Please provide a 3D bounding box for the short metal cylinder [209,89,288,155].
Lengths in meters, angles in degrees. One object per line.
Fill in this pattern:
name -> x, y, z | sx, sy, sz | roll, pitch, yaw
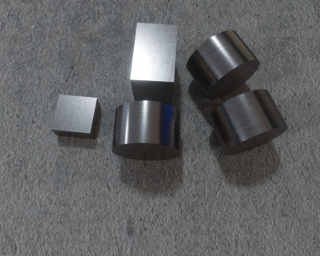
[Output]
short metal cylinder -> 0.107, -0.005, 0.382 | 0.080, 0.080, 0.050 | -19, 71, -7

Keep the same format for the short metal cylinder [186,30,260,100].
short metal cylinder -> 0.083, -0.081, 0.409 | 0.080, 0.080, 0.050 | -28, 73, -10

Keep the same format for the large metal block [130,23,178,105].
large metal block -> -0.006, -0.078, 0.407 | 0.050, 0.080, 0.080 | 4, 70, 1

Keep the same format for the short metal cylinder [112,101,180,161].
short metal cylinder -> -0.016, 0.006, 0.377 | 0.081, 0.080, 0.050 | 2, 70, 0

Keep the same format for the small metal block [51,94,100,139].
small metal block -> -0.111, -0.015, 0.413 | 0.050, 0.025, 0.050 | 6, 70, 2
